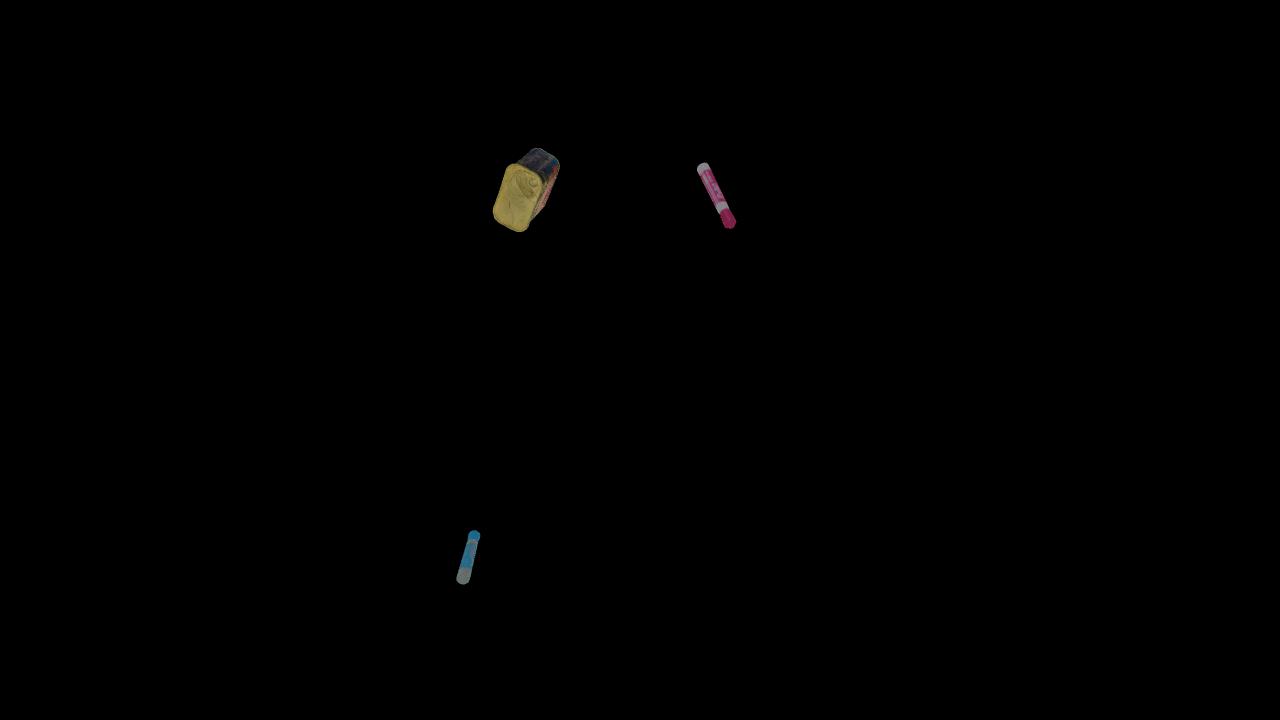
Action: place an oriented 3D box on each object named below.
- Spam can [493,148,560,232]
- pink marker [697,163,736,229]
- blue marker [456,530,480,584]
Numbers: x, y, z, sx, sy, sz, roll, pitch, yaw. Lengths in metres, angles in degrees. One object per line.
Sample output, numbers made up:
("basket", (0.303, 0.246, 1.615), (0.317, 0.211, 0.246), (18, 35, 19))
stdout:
("Spam can", (-0.167, -0.255, 0.915), (0.058, 0.101, 0.085), (28, 37, -6))
("pink marker", (0.112, -0.240, 0.899), (0.020, 0.121, 0.020), (-16, -27, -8))
("blue marker", (-0.255, 0.292, 0.920), (0.020, 0.020, 0.121), (0, 15, -7))
